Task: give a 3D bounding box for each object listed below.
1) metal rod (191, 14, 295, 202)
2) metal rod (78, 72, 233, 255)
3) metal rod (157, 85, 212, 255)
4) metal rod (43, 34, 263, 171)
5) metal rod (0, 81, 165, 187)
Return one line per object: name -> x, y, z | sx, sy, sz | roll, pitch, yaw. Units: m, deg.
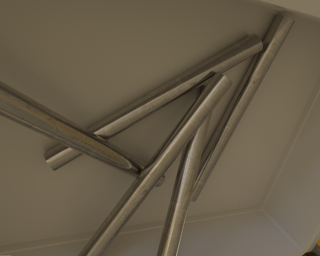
metal rod -> 0.107, -0.017, 0.456 | 0.025, 0.025, 0.298 | 12, 112, -34
metal rod -> -0.010, 0.058, 0.392 | 0.025, 0.025, 0.299 | 33, 96, -38
metal rod -> 0.027, 0.091, 0.399 | 0.025, 0.025, 0.299 | 18, 83, -35
metal rod -> -0.001, -0.036, 0.385 | 0.301, 0.025, 0.025 | -31, 129, -9
metal rod -> -0.078, 0.017, 0.336 | 0.025, 0.025, 0.301 | -47, 141, 4
